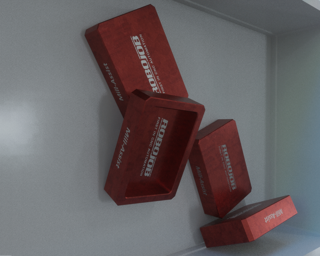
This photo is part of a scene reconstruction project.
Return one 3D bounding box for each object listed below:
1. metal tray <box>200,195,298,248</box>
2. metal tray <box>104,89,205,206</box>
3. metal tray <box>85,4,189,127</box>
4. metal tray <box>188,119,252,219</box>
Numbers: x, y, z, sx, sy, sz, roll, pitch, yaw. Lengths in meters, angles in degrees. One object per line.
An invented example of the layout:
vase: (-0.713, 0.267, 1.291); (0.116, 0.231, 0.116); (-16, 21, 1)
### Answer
metal tray: (0.136, 0.141, 0.473); (0.131, 0.090, 0.030); (-8, 73, -41)
metal tray: (-0.006, 0.025, 0.367); (0.091, 0.030, 0.129); (5, 109, -40)
metal tray: (-0.023, -0.075, 0.383); (0.091, 0.030, 0.129); (-36, 112, -34)
metal tray: (0.093, 0.061, 0.482); (0.091, 0.030, 0.129); (-28, 108, -37)
